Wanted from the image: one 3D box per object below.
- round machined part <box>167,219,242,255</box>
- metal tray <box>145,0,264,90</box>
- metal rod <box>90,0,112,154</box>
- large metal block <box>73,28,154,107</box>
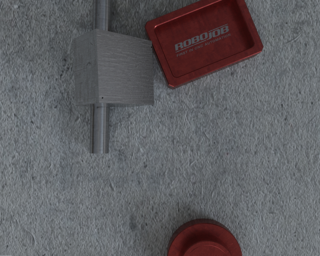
[{"bbox_3d":[0.058,0.172,0.402,0.099,0.042,0.097,0,90,0],"label":"round machined part"},{"bbox_3d":[0.056,-0.116,0.407,0.131,0.030,0.090,-22,90,0],"label":"metal tray"},{"bbox_3d":[-0.077,-0.116,0.409,0.025,0.025,0.298,1,90,0],"label":"metal rod"},{"bbox_3d":[-0.055,-0.067,0.376,0.081,0.050,0.080,-2,90,-44],"label":"large metal block"}]
